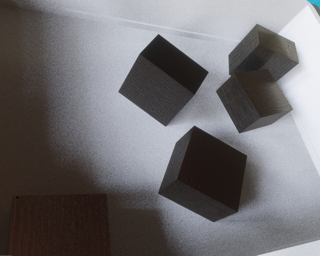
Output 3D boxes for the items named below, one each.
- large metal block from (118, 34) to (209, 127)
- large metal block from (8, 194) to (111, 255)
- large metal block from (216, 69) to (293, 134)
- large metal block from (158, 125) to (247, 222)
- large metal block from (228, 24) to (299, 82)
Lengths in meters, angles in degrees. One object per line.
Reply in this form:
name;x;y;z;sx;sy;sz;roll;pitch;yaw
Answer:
large metal block;0.003;-0.060;0.408;0.080;0.080;0.050;36;51;-4
large metal block;-0.091;0.106;0.276;0.081;0.050;0.080;5;60;-26
large metal block;0.151;-0.045;0.498;0.081;0.050;0.080;-13;68;-33
large metal block;0.054;0.057;0.384;0.080;0.050;0.080;30;52;-10
large metal block;0.177;-0.120;0.539;0.081;0.080;0.050;19;55;-18
